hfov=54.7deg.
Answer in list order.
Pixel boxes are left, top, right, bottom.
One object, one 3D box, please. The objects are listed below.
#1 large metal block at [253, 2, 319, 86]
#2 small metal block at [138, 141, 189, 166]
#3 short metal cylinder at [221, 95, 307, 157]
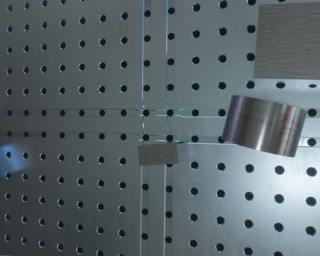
[{"bbox_3d":[0.151,-0.091,0.346,0.080,0.050,0.079,5,92,20],"label":"large metal block"},{"bbox_3d":[0.006,0.032,0.397,0.050,0.050,0.025,-6,88,20],"label":"small metal block"},{"bbox_3d":[0.114,-0.003,0.343,0.080,0.080,0.050,15,95,19],"label":"short metal cylinder"}]
